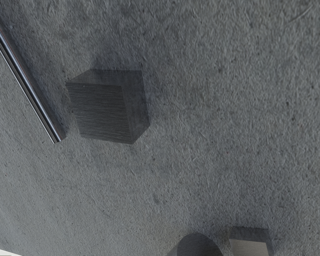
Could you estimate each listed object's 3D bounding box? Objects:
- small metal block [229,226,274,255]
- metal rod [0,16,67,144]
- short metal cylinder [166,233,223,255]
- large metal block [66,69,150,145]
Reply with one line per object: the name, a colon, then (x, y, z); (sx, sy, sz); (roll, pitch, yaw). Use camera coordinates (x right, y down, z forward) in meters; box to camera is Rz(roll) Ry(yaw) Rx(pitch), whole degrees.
small metal block: (0.131, 0.170, 0.442); (0.050, 0.025, 0.050); (-5, 116, 30)
metal rod: (-0.218, -0.110, 0.450); (0.025, 0.025, 0.299); (-10, 114, 32)
short metal cylinder: (0.052, 0.210, 0.473); (0.080, 0.080, 0.050); (34, 129, 5)
large metal block: (-0.065, -0.030, 0.405); (0.080, 0.050, 0.079); (6, 121, 24)
